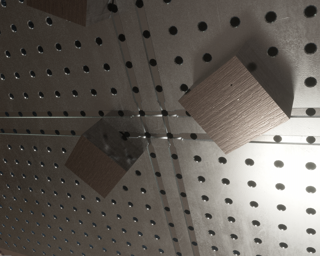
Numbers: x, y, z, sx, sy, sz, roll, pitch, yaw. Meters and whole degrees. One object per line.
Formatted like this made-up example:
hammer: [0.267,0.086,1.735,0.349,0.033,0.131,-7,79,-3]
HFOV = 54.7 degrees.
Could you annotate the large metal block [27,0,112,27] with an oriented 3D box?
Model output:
large metal block: [-0.099,-0.168,0.341,0.080,0.050,0.079,23,127,13]

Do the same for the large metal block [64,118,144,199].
large metal block: [-0.085,0.046,0.467,0.080,0.050,0.080,40,129,1]

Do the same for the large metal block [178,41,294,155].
large metal block: [0.081,-0.030,0.333,0.080,0.050,0.080,48,129,-6]
